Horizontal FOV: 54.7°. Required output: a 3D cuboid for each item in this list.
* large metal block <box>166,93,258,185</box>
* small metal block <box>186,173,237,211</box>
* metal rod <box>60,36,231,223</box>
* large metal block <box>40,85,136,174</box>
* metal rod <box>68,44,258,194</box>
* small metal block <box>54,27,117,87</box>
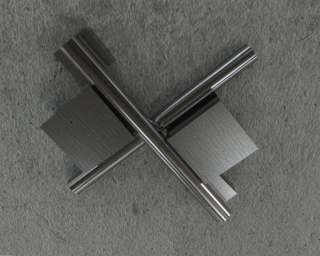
[{"bbox_3d":[0.065,0.012,0.402,0.080,0.050,0.080,-37,106,12],"label":"large metal block"},{"bbox_3d":[0.072,0.086,0.444,0.050,0.025,0.050,-41,105,13],"label":"small metal block"},{"bbox_3d":[-0.008,0.013,0.388,0.025,0.025,0.300,-38,106,12],"label":"metal rod"},{"bbox_3d":[-0.086,-0.003,0.394,0.080,0.050,0.080,-35,107,12],"label":"large metal block"},{"bbox_3d":[-0.005,-0.005,0.410,0.300,0.025,0.025,-37,106,12],"label":"metal rod"},{"bbox_3d":[-0.090,-0.087,0.379,0.050,0.025,0.050,-36,107,12],"label":"small metal block"}]
